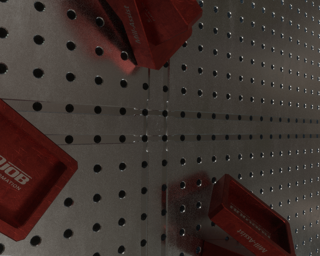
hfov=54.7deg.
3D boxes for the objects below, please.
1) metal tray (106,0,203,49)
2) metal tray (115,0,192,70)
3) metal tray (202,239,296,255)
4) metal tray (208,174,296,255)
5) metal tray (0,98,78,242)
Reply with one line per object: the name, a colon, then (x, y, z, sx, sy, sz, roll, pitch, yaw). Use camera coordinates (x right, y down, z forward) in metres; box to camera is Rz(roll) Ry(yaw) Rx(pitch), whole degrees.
metal tray: (-0.024, -0.155, 0.337, 0.130, 0.090, 0.030, 50, 63, -21)
metal tray: (-0.006, -0.147, 0.371, 0.090, 0.030, 0.129, -51, 143, -28)
metal tray: (0.141, 0.203, 0.488, 0.131, 0.090, 0.030, 16, 80, -39)
metal tray: (0.135, 0.136, 0.456, 0.130, 0.030, 0.090, 38, 26, -2)
metal tray: (-0.151, 0.030, 0.279, 0.130, 0.030, 0.090, 48, 61, -30)
